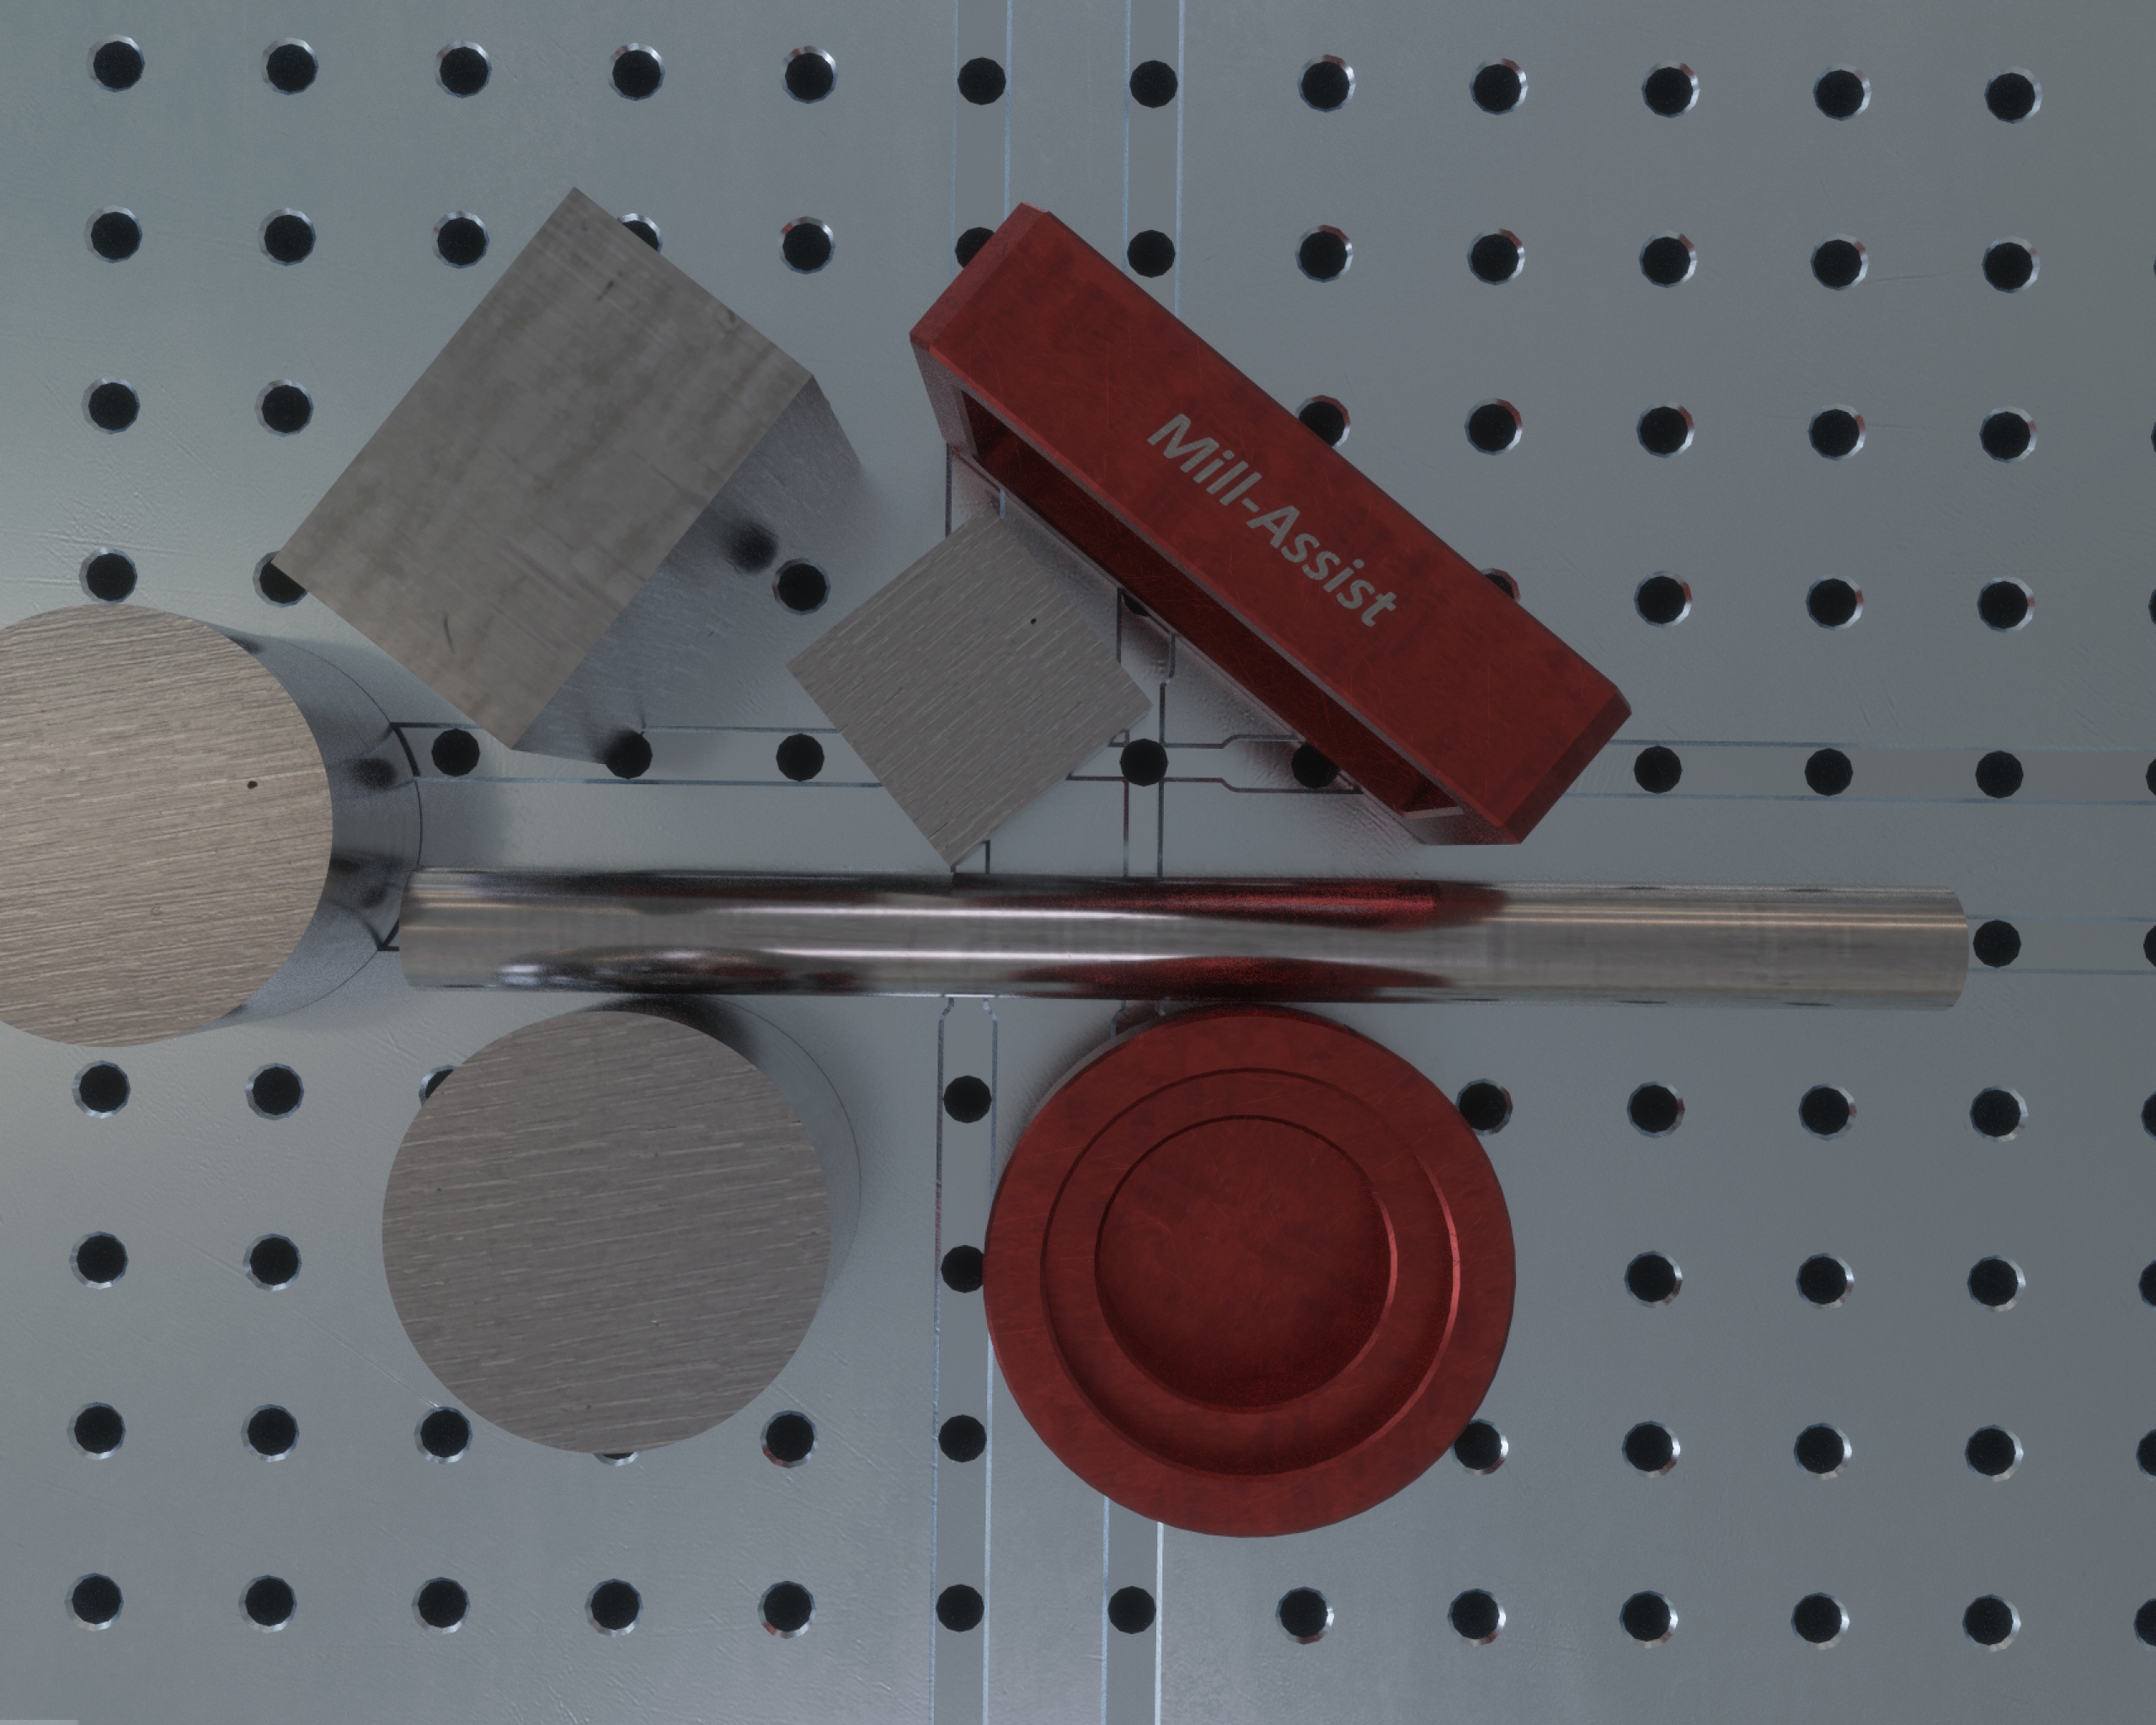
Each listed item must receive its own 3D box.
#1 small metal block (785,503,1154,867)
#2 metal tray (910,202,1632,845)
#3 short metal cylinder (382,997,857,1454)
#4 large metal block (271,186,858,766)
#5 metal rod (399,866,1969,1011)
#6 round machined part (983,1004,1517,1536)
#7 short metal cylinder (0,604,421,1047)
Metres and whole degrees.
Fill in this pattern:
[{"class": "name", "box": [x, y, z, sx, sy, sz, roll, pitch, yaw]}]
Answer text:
[{"class": "small metal block", "box": [-0.021, -0.034, 0.413, 0.050, 0.025, 0.050, -39, 90, 0]}, {"class": "metal tray", "box": [0.032, -0.056, 0.380, 0.130, 0.090, 0.030, 40, 90, 0]}, {"class": "short metal cylinder", "box": [-0.085, 0.066, 0.400, 0.081, 0.050, 0.080, 0, 90, 0]}, {"class": "large metal block", "box": [-0.089, -0.066, 0.385, 0.050, 0.080, 0.080, 39, 90, -1]}, {"class": "metal rod", "box": [0.021, 0.015, 0.413, 0.302, 0.025, 0.025, 1, 90, 0]}, {"class": "round machined part", "box": [0.032, 0.076, 0.405, 0.099, 0.042, 0.097, 0, 90, 0]}, {"class": "short metal cylinder", "box": [-0.174, -0.007, 0.399, 0.081, 0.050, 0.080, 0, 90, 0]}]
